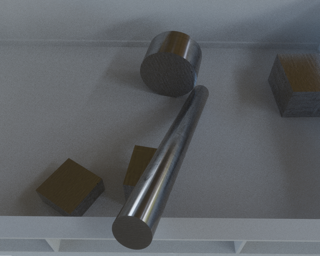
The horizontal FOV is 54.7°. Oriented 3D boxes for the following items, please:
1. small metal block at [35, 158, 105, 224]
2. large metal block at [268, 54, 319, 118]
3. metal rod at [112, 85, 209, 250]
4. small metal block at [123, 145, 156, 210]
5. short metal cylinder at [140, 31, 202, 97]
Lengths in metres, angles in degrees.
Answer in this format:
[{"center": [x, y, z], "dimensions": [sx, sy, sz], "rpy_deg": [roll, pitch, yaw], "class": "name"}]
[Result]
[{"center": [-0.099, 0.069, 0.346], "dimensions": [0.050, 0.025, 0.050], "rpy_deg": [27, 55, 20], "class": "small metal block"}, {"center": [0.211, -0.062, 0.444], "dimensions": [0.081, 0.050, 0.080], "rpy_deg": [-1, 50, -1], "class": "large metal block"}, {"center": [0.021, 0.006, 0.316], "dimensions": [0.025, 0.025, 0.301], "rpy_deg": [13, 25, 10], "class": "metal rod"}, {"center": [-0.020, 0.055, 0.342], "dimensions": [0.025, 0.050, 0.050], "rpy_deg": [9, 51, 7], "class": "small metal block"}, {"center": [0.017, -0.091, 0.446], "dimensions": [0.080, 0.080, 0.050], "rpy_deg": [10, 51, 8], "class": "short metal cylinder"}]
